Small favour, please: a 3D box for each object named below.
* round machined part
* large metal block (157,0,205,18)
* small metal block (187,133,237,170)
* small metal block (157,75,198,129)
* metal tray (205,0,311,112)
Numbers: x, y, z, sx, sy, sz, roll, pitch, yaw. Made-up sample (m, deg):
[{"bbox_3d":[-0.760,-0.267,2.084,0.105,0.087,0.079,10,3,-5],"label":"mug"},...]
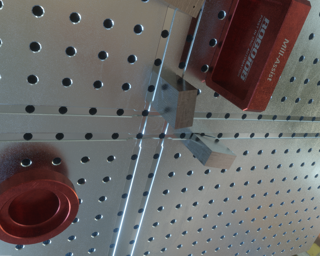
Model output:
[{"bbox_3d":[-0.152,0.089,0.373,0.099,0.042,0.097,-14,125,-21],"label":"round machined part"},{"bbox_3d":[0.011,-0.166,0.300,0.081,0.050,0.080,15,111,-35],"label":"large metal block"},{"bbox_3d":[0.076,0.035,0.461,0.050,0.050,0.025,13,112,-34],"label":"small metal block"},{"bbox_3d":[0.020,-0.034,0.387,0.025,0.050,0.050,-10,123,-24],"label":"small metal block"},{"bbox_3d":[0.109,-0.095,0.372,0.030,0.090,0.129,3,117,-30],"label":"metal tray"}]
